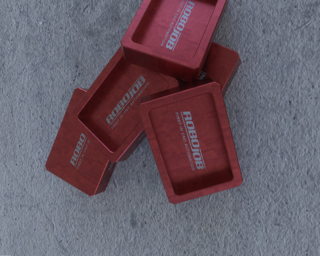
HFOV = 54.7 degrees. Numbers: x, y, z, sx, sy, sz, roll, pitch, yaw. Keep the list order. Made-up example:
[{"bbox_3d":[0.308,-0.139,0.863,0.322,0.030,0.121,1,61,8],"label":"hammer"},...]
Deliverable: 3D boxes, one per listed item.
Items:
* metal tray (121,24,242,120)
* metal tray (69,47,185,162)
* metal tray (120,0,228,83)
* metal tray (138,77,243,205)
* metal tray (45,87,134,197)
[{"bbox_3d":[0.025,-0.076,0.398,0.130,0.030,0.090,28,99,17],"label":"metal tray"},{"bbox_3d":[-0.043,-0.032,0.390,0.090,0.030,0.130,43,103,14],"label":"metal tray"},{"bbox_3d":[0.021,-0.125,0.363,0.090,0.030,0.130,20,69,8],"label":"metal tray"},{"bbox_3d":[0.036,0.017,0.358,0.090,0.030,0.129,-17,109,2],"label":"metal tray"},{"bbox_3d":[-0.100,0.019,0.441,0.090,0.030,0.129,26,98,17],"label":"metal tray"}]
